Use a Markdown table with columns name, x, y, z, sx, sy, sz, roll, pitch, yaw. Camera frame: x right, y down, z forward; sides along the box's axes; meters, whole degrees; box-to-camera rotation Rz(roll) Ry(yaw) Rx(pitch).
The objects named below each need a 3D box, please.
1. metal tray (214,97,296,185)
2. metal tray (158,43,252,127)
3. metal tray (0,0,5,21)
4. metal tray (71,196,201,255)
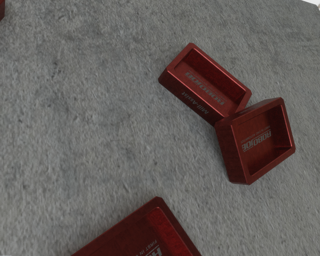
| name | x | y | z | sx | sy | sz | roll | pitch | yaw |
| --- | --- | --- | --- | --- | --- | --- | --- | --- | --- |
| metal tray | 0.141 | 0.015 | 0.447 | 0.131 | 0.030 | 0.089 | -22 | 99 | -36 |
| metal tray | 0.073 | -0.064 | 0.480 | 0.130 | 0.030 | 0.090 | 39 | 51 | -2 |
| metal tray | -0.247 | -0.122 | 0.342 | 0.090 | 0.030 | 0.130 | 25 | 53 | -13 |
| metal tray | -0.027 | 0.138 | 0.302 | 0.131 | 0.030 | 0.090 | -28 | 77 | -37 |
